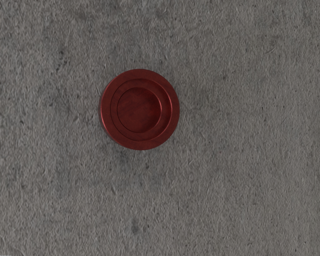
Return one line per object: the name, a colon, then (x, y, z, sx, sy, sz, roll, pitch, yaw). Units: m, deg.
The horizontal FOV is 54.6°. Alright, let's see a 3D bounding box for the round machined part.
round machined part: (-0.028, -0.022, 0.389, 0.099, 0.042, 0.097, 0, 90, -20)
